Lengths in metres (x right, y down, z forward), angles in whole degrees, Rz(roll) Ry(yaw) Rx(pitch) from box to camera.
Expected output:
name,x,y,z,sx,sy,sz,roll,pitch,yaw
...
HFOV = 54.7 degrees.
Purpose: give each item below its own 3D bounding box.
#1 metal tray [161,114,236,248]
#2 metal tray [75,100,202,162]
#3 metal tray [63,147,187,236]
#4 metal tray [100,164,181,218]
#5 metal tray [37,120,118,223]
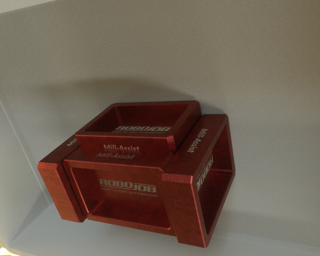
name,x,y,z,sx,sy,sz,roll,pitch,yaw
metal tray,0.050,0.051,0.343,0.030,0.131,0.089,1,119,28
metal tray,-0.024,0.000,0.376,0.130,0.090,0.030,1,119,28
metal tray,-0.039,0.069,0.350,0.130,0.030,0.089,1,119,27
metal tray,-0.005,0.079,0.414,0.130,0.090,0.030,0,118,28
metal tray,-0.093,0.050,0.419,0.030,0.131,0.089,1,119,28
